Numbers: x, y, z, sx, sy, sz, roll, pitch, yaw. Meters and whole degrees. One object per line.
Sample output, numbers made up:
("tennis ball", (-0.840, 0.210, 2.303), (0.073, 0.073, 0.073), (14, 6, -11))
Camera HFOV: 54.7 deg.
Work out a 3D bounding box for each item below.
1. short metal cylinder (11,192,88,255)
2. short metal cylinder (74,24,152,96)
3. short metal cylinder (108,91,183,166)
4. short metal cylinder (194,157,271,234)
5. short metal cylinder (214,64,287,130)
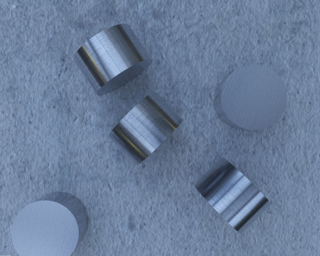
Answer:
("short metal cylinder", (-0.138, 0.126, 0.396), (0.081, 0.050, 0.079), (0, 90, -1))
("short metal cylinder", (-0.057, -0.082, 0.382), (0.080, 0.080, 0.050), (-33, 90, 0))
("short metal cylinder", (-0.017, 0.000, 0.382), (0.080, 0.080, 0.050), (-45, 91, 0))
("short metal cylinder", (0.089, 0.083, 0.384), (0.050, 0.080, 0.080), (-45, 91, 0))
("short metal cylinder", (0.114, -0.037, 0.399), (0.081, 0.050, 0.079), (0, 90, -1))
